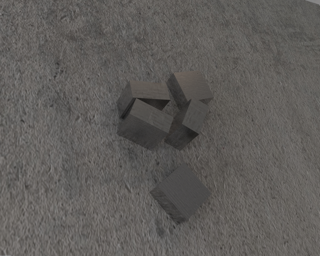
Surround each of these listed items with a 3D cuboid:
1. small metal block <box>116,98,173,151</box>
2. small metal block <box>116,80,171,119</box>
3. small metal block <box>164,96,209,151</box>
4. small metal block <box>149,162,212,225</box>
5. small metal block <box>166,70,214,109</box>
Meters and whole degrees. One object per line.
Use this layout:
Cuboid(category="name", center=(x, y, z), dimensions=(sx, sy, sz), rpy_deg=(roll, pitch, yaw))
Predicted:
Cuboid(category="small metal block", center=(-0.019, -0.003, 0.379), dimensions=(0.050, 0.050, 0.025), rpy_deg=(27, 53, -12))
Cuboid(category="small metal block", center=(-0.022, -0.034, 0.396), dimensions=(0.050, 0.050, 0.025), rpy_deg=(1, 62, -28))
Cuboid(category="small metal block", center=(0.035, -0.005, 0.409), dimensions=(0.025, 0.050, 0.050), rpy_deg=(31, 52, -9))
Cuboid(category="small metal block", center=(0.025, 0.078, 0.369), dimensions=(0.050, 0.025, 0.050), rpy_deg=(49, 51, 6))
Cuboid(category="small metal block", center=(0.045, -0.057, 0.462), dimensions=(0.050, 0.025, 0.050), rpy_deg=(-12, 68, -33))
